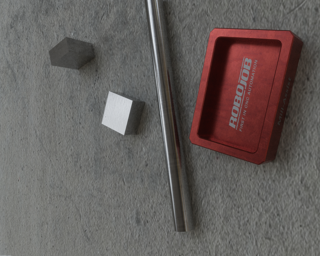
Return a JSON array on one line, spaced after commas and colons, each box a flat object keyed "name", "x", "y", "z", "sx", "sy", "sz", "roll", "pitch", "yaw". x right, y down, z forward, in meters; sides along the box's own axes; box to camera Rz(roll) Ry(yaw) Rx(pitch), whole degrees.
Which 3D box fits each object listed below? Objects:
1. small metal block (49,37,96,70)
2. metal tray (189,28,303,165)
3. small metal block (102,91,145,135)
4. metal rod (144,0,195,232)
[{"name": "small metal block", "x": -0.143, "y": -0.120, "z": 0.503, "sx": 0.050, "sy": 0.050, "sz": 0.025, "roll": -22, "pitch": 77, "yaw": 37}, {"name": "metal tray", "x": 0.087, "y": -0.036, "z": 0.328, "sx": 0.090, "sy": 0.030, "sz": 0.129, "roll": 17, "pitch": 101, "yaw": 38}, {"name": "small metal block", "x": -0.054, "y": -0.022, "z": 0.447, "sx": 0.050, "sy": 0.025, "sz": 0.050, "roll": 24, "pitch": 105, "yaw": 37}, {"name": "metal rod", "x": 0.011, "y": -0.023, "z": 0.394, "sx": 0.025, "sy": 0.025, "sz": 0.298, "roll": -12, "pitch": 82, "yaw": 39}]
